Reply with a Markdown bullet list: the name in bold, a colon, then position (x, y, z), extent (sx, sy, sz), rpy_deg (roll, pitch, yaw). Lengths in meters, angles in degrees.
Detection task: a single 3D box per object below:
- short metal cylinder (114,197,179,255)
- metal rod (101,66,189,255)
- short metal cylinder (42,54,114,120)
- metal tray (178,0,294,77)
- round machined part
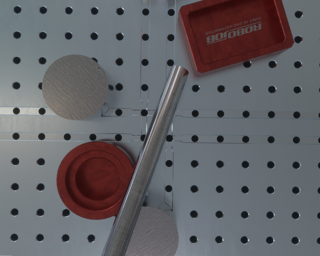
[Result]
- **short metal cylinder**: position (-0.017, 0.135, 0.401), extent (0.081, 0.050, 0.080), rpy_deg (0, 90, 0)
- **metal rod**: position (-0.022, 0.059, 0.374), extent (0.025, 0.025, 0.299), rpy_deg (20, 74, 0)
- **short metal cylinder**: position (-0.103, -0.049, 0.400), extent (0.081, 0.050, 0.080), rpy_deg (0, 90, 0)
- **metal tray**: position (0.098, -0.130, 0.411), extent (0.131, 0.030, 0.090), rpy_deg (-16, 90, 0)
- **round machined part**: position (-0.079, 0.065, 0.404), extent (0.099, 0.042, 0.097), rpy_deg (0, 90, 0)
